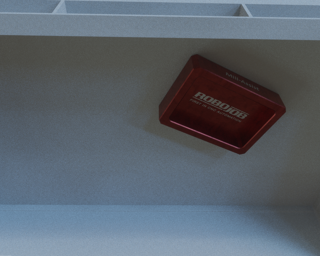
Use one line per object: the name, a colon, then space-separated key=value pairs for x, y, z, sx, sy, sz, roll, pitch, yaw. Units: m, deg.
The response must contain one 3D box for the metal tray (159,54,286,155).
metal tray: x=0.075 y=-0.024 z=0.386 sx=0.131 sy=0.030 sz=0.089 roll=21 pitch=127 yaw=-18
